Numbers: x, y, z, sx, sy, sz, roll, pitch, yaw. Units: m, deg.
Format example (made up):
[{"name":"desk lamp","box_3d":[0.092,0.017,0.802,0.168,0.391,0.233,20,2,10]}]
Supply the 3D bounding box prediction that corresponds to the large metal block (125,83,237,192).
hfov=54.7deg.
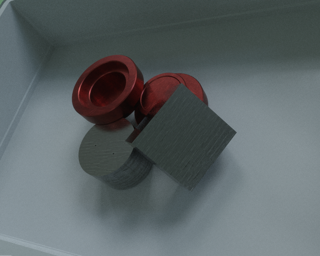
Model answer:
[{"name":"large metal block","box_3d":[0.021,0.010,0.342,0.080,0.080,0.050,-51,11,-9]}]

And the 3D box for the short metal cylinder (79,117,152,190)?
[{"name":"short metal cylinder","box_3d":[-0.055,0.032,0.395,0.080,0.050,0.080,-13,56,20]}]

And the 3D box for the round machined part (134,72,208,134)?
[{"name":"round machined part","box_3d":[0.009,-0.033,0.405,0.098,0.042,0.098,-13,56,20]}]

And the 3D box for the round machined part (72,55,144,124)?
[{"name":"round machined part","box_3d":[-0.065,-0.047,0.417,0.098,0.042,0.098,-13,56,20]}]

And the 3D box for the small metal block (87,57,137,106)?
[{"name":"small metal block","box_3d":[-0.071,-0.070,0.465,0.050,0.050,0.025,-39,51,2]}]
